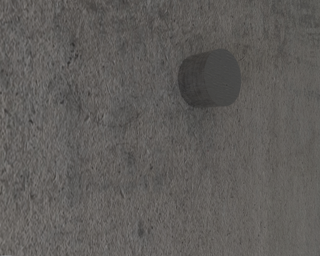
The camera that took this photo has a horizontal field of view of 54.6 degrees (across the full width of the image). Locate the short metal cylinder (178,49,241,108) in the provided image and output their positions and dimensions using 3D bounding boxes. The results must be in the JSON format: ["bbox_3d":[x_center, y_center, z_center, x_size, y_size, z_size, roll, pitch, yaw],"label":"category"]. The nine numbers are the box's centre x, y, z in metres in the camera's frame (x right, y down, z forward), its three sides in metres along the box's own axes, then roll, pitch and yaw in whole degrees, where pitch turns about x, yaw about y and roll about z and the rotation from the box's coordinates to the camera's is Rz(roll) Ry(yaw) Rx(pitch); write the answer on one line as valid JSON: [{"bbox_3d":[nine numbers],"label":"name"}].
[{"bbox_3d":[0.072,-0.070,0.448,0.081,0.050,0.080,0,90,-40],"label":"short metal cylinder"}]
